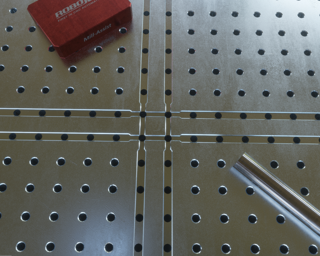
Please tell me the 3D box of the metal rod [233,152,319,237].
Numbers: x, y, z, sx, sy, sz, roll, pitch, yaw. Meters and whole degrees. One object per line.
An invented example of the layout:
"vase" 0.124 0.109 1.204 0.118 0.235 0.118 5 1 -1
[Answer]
"metal rod" 0.215 0.133 0.365 0.300 0.025 0.025 39 75 13

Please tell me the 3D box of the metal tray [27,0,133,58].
"metal tray" -0.120 -0.176 0.472 0.131 0.030 0.090 -34 74 -12
